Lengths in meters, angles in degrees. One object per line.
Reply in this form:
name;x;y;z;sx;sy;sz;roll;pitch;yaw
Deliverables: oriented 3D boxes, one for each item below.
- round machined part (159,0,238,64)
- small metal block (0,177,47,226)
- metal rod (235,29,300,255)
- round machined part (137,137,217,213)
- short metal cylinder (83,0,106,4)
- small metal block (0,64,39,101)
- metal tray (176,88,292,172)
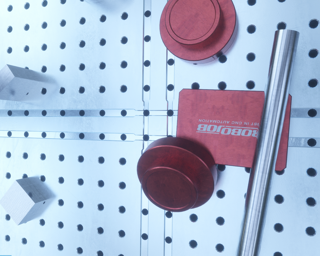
round machined part;0.045;-0.133;0.387;0.098;0.042;0.097;0;90;20
small metal block;-0.217;0.115;0.489;0.050;0.025;0.050;44;103;14
metal rod;0.113;0.045;0.340;0.025;0.025;0.298;10;94;19
round machined part;0.017;0.063;0.376;0.098;0.042;0.097;10;123;16
short metal cylinder;-0.102;-0.225;0.435;0.080;0.050;0.080;0;90;20
small metal block;-0.227;-0.068;0.480;0.050;0.050;0.025;-40;78;15
metal tray;0.087;0.000;0.379;0.130;0.030;0.089;4;91;19
